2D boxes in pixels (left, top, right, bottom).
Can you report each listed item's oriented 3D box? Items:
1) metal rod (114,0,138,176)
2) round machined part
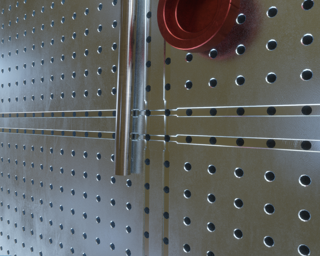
[{"bbox_3d":[-0.048,-0.082,0.446,0.025,0.025,0.298,4,93,39],"label":"metal rod"},{"bbox_3d":[0.048,-0.136,0.358,0.098,0.042,0.097,0,90,39],"label":"round machined part"}]
